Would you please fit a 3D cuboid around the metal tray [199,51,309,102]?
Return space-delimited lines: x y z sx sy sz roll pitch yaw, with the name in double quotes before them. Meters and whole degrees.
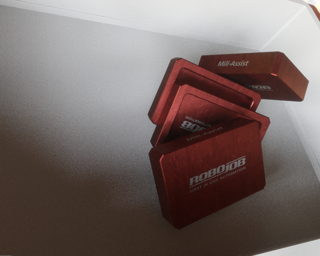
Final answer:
"metal tray" 0.127 -0.071 0.439 0.090 0.130 0.030 24 81 -41

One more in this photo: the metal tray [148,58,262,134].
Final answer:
"metal tray" 0.060 -0.029 0.419 0.131 0.030 0.089 21 98 -17

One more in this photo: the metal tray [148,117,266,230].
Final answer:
"metal tray" 0.059 0.048 0.359 0.131 0.030 0.089 -18 107 -22

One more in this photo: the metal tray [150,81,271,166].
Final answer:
"metal tray" 0.064 0.005 0.396 0.131 0.030 0.089 20 99 -16
